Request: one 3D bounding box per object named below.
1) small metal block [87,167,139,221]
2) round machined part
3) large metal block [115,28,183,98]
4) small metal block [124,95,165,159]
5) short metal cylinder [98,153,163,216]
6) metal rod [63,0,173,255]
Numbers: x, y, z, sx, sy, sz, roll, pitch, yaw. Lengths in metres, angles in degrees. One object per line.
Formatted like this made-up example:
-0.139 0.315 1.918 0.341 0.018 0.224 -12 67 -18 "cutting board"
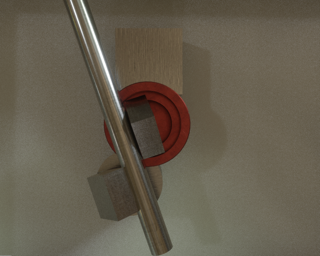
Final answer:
-0.054 0.073 0.345 0.025 0.050 0.050 -19 90 -34 "small metal block"
-0.014 -0.005 0.372 0.099 0.042 0.097 0 90 -1 "round machined part"
-0.013 -0.080 0.396 0.081 0.050 0.079 0 90 -1 "large metal block"
-0.018 -0.002 0.349 0.025 0.050 0.050 -19 125 -4 "small metal block"
-0.037 0.066 0.398 0.081 0.050 0.079 0 90 -1 "short metal cylinder"
-0.047 -0.007 0.340 0.025 0.025 0.298 -19 90 0 "metal rod"
